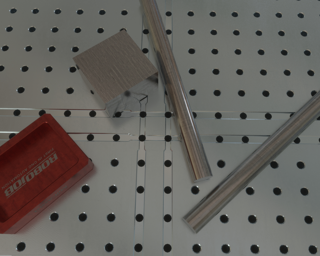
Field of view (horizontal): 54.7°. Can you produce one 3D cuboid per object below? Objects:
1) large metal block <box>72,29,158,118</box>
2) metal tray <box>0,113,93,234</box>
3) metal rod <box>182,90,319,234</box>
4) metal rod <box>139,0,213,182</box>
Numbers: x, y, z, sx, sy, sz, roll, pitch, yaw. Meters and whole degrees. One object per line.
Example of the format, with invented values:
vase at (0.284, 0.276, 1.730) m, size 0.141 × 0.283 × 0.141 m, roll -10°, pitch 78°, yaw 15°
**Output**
large metal block at (-0.058, -0.074, 0.425) m, size 0.080 × 0.050 × 0.080 m, roll -34°, pitch 74°, yaw -12°
metal tray at (-0.163, 0.055, 0.386) m, size 0.130 × 0.030 × 0.090 m, roll -40°, pitch 75°, yaw -14°
metal rod at (0.148, 0.024, 0.404) m, size 0.301 × 0.025 × 0.025 m, roll -39°, pitch 75°, yaw -14°
metal rod at (0.016, -0.072, 0.438) m, size 0.025 × 0.025 × 0.299 m, roll -14°, pitch 71°, yaw -5°
